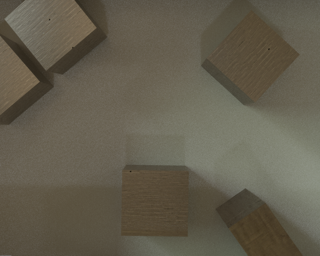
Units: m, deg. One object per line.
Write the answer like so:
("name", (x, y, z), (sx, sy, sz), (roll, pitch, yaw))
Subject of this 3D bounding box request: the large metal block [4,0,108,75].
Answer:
("large metal block", (-0.129, -0.126, 0.393), (0.080, 0.050, 0.080), (-38, 91, 6))

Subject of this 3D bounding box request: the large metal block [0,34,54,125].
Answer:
("large metal block", (-0.201, -0.060, 0.396), (0.080, 0.050, 0.080), (-41, 91, 0))

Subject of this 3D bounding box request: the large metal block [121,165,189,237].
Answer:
("large metal block", (-0.006, 0.091, 0.399), (0.081, 0.050, 0.079), (1, 90, -1))

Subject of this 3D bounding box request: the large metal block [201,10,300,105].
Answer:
("large metal block", (0.113, -0.087, 0.400), (0.080, 0.050, 0.080), (43, 90, -1))

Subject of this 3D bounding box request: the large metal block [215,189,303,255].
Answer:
("large metal block", (0.120, 0.130, 0.386), (0.050, 0.080, 0.080), (-35, 90, 0))
